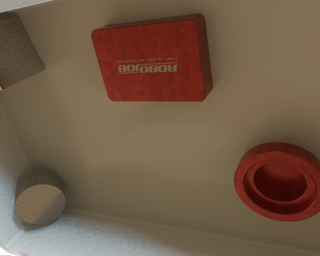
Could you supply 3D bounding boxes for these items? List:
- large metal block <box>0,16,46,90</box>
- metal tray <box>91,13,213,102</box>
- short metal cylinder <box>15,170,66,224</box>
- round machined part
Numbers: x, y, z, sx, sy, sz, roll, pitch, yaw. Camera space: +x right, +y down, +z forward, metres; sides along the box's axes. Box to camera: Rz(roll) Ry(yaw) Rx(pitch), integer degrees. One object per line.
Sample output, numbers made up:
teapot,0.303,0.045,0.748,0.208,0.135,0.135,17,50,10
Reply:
large metal block,-0.220,-0.099,0.425,0.050,0.080,0.080,-8,114,31
metal tray,-0.009,-0.078,0.361,0.130,0.030,0.089,3,120,26
short metal cylinder,-0.212,0.121,0.549,0.050,0.081,0.079,-135,30,-59
round machined part,0.140,0.057,0.359,0.098,0.042,0.097,13,124,20
